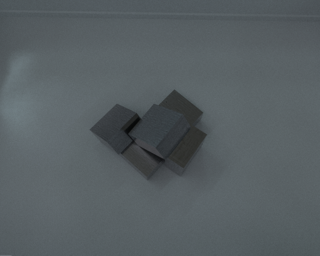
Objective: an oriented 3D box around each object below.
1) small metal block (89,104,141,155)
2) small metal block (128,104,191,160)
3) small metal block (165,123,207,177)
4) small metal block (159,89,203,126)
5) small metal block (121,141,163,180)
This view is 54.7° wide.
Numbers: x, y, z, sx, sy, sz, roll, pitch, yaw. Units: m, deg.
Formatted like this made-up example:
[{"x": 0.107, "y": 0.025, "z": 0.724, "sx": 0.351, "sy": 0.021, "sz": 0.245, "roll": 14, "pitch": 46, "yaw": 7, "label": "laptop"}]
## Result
[{"x": -0.054, "y": 0.000, "z": 0.394, "sx": 0.050, "sy": 0.025, "sz": 0.050, "roll": -46, "pitch": 38, "yaw": -15, "label": "small metal block"}, {"x": -0.001, "y": 0.003, "z": 0.367, "sx": 0.050, "sy": 0.025, "sz": 0.050, "roll": 24, "pitch": 68, "yaw": 44, "label": "small metal block"}, {"x": 0.031, "y": 0.028, "z": 0.384, "sx": 0.025, "sy": 0.050, "sz": 0.050, "roll": 34, "pitch": 73, "yaw": 11, "label": "small metal block"}, {"x": 0.021, "y": -0.014, "z": 0.413, "sx": 0.050, "sy": 0.025, "sz": 0.050, "roll": 40, "pitch": 75, "yaw": 13, "label": "small metal block"}, {"x": -0.018, "y": 0.030, "z": 0.397, "sx": 0.050, "sy": 0.025, "sz": 0.050, "roll": 40, "pitch": 75, "yaw": 13, "label": "small metal block"}]
